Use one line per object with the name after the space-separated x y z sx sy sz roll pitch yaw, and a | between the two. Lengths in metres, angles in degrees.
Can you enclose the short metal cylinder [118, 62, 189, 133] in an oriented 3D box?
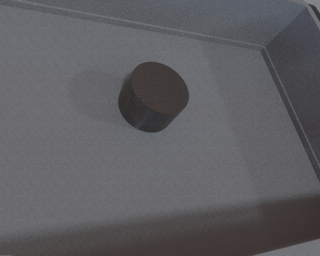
-0.009 -0.040 0.411 0.081 0.050 0.080 14 56 -21 | short metal cylinder
